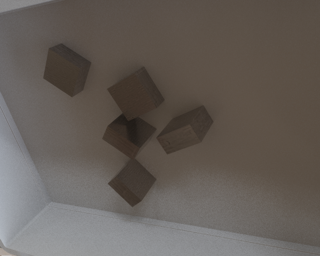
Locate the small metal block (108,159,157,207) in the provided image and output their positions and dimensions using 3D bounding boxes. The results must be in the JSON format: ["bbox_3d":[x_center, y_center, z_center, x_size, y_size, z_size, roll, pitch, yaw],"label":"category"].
[{"bbox_3d":[-0.040,0.080,0.462,0.050,0.050,0.025,45,129,-3],"label":"small metal block"}]

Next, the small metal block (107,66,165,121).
[{"bbox_3d":[-0.031,-0.043,0.397,0.050,0.025,0.050,-22,107,36],"label":"small metal block"}]

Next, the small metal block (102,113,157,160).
[{"bbox_3d":[-0.040,0.008,0.417,0.050,0.050,0.025,34,129,5],"label":"small metal block"}]

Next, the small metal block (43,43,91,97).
[{"bbox_3d":[-0.128,-0.079,0.425,0.050,0.025,0.050,33,129,6],"label":"small metal block"}]

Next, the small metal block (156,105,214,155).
[{"bbox_3d":[0.031,0.002,0.376,0.050,0.050,0.025,-23,106,36],"label":"small metal block"}]
